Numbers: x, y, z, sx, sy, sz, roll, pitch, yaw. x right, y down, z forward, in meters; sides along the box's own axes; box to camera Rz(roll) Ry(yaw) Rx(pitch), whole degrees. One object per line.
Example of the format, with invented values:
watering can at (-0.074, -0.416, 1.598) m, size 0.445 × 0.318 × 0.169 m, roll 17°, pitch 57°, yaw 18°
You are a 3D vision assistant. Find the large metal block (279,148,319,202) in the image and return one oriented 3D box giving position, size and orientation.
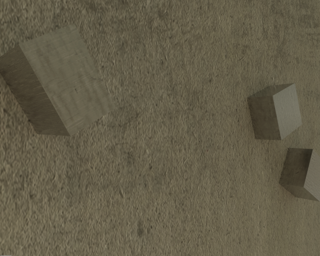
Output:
large metal block at (0.296, 0.095, 0.636) m, size 0.080 × 0.050 × 0.080 m, roll 36°, pitch 68°, yaw -34°

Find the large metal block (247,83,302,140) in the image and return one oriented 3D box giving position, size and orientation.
large metal block at (0.210, -0.030, 0.564) m, size 0.081 × 0.050 × 0.080 m, roll -26°, pitch 107°, yaw -37°

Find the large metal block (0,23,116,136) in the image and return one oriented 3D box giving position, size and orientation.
large metal block at (-0.098, -0.040, 0.286) m, size 0.050 × 0.080 × 0.080 m, roll -37°, pitch 113°, yaw -34°
